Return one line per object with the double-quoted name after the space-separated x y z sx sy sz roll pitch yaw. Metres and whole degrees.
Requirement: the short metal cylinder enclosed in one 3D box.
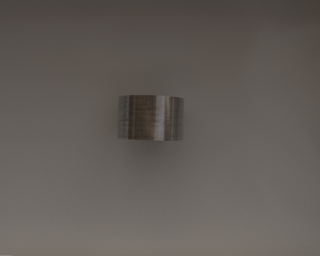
-0.011 -0.011 0.381 0.080 0.080 0.050 2 90 0 "short metal cylinder"
